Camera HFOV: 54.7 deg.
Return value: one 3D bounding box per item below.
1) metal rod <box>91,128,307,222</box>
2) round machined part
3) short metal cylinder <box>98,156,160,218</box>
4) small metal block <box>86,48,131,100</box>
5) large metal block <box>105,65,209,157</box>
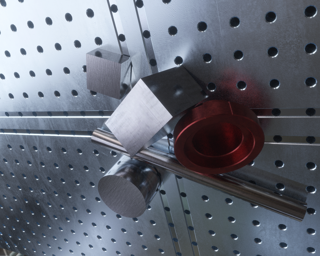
[{"bbox_3d":[0.040,0.058,0.424,0.301,0.025,0.025,19,126,16],"label":"metal rod"},{"bbox_3d":[0.064,0.006,0.353,0.099,0.042,0.097,-1,134,-1],"label":"round machined part"},{"bbox_3d":[-0.047,0.089,0.473,0.080,0.050,0.079,13,124,20],"label":"short metal cylinder"},{"bbox_3d":[-0.067,-0.070,0.401,0.050,0.025,0.050,19,126,16],"label":"small metal block"},{"bbox_3d":[-0.003,-0.021,0.358,0.050,0.081,0.080,51,129,7],"label":"large metal block"}]
